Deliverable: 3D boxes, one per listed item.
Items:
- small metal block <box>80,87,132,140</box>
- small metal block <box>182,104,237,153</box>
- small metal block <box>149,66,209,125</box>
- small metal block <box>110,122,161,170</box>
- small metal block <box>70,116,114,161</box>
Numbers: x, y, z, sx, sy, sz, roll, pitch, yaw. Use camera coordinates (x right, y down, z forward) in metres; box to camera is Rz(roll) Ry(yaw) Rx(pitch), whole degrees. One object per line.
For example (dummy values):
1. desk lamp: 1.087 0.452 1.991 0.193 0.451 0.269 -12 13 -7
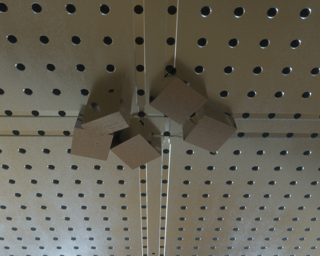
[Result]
1. small metal block: -0.064 -0.018 0.379 0.050 0.050 0.025 -18 128 14
2. small metal block: 0.065 0.001 0.414 0.050 0.025 0.050 22 126 -19
3. small metal block: 0.022 -0.039 0.379 0.050 0.025 0.050 32 123 -25
4. small metal block: -0.033 0.026 0.433 0.050 0.025 0.050 -28 125 21
5. small metal block: -0.092 0.015 0.423 0.050 0.025 0.050 12 129 -11
